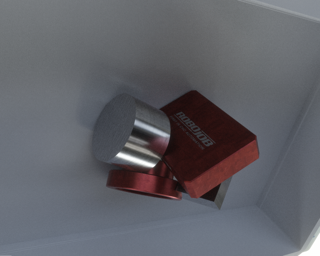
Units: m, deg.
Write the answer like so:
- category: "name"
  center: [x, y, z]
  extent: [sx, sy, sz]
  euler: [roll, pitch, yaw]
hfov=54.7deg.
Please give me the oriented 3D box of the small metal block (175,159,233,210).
- category: "small metal block"
  center: [0.054, 0.065, 0.374]
  extent: [0.050, 0.050, 0.025]
  euler: [-62, 142, -24]

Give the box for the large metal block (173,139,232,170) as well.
- category: "large metal block"
  center: [0.058, 0.027, 0.431]
  extent: [0.081, 0.050, 0.079]
  euler: [-14, 129, -21]

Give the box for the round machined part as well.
- category: "round machined part"
  center: [-0.017, 0.065, 0.404]
  extent: [0.099, 0.098, 0.042]
  euler: [22, 71, -37]

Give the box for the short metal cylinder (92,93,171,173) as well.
- category: "short metal cylinder"
  center: [-0.034, 0.007, 0.358]
  extent: [0.050, 0.080, 0.080]
  euler: [25, 105, -37]

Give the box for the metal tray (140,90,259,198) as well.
- category: "metal tray"
  center: [0.041, 0.012, 0.369]
  extent: [0.090, 0.130, 0.030]
  euler: [-31, 130, -9]
